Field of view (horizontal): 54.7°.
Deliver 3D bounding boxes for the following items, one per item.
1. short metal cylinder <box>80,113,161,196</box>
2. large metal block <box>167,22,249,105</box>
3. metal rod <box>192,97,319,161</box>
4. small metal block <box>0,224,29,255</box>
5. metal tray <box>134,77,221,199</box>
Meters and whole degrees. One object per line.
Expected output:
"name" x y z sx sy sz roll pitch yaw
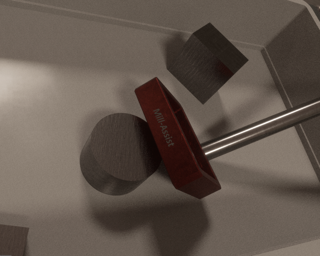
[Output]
"short metal cylinder" -0.044 0.030 0.349 0.081 0.050 0.080 14 56 -21
"large metal block" 0.070 -0.096 0.469 0.080 0.080 0.050 45 51 3
"metal rod" 0.182 -0.014 0.433 0.302 0.025 0.025 -21 71 -9
"small metal block" -0.144 0.109 0.262 0.050 0.025 0.050 15 56 -20
"metal tray" 0.022 0.013 0.363 0.090 0.030 0.130 39 24 -59
